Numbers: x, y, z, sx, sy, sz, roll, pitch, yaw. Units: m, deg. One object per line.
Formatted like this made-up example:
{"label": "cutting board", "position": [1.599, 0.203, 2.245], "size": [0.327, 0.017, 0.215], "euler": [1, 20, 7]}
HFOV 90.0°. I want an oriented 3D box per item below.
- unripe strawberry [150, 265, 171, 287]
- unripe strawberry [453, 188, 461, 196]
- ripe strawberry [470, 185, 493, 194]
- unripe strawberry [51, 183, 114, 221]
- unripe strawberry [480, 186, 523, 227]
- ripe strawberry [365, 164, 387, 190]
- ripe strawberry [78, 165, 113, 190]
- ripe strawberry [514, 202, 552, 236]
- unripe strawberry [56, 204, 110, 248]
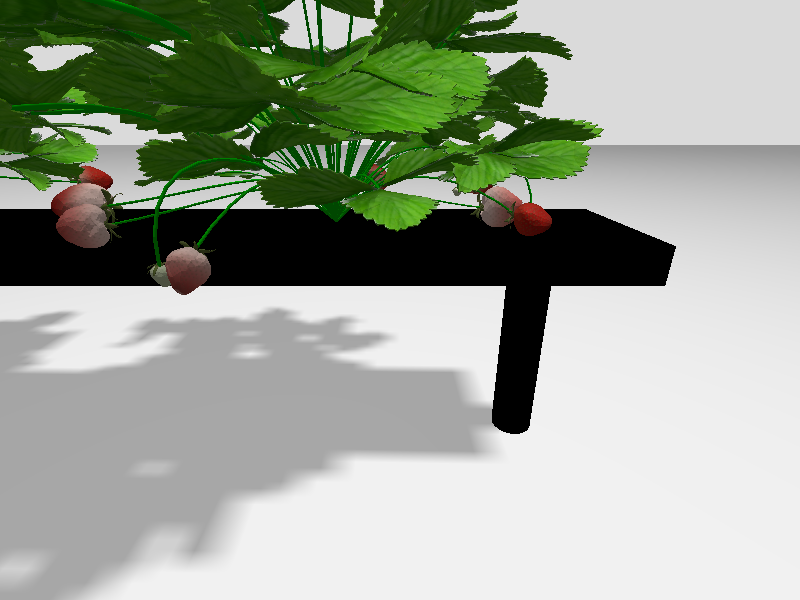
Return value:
{"label": "unripe strawberry", "position": [-0.116, -0.012, 0.197], "size": [0.011, 0.011, 0.010], "euler": [8, 24, 19]}
{"label": "unripe strawberry", "position": [0.066, -0.124, 0.461], "size": [0.009, 0.010, 0.010], "euler": [21, 30, 40]}
{"label": "ripe strawberry", "position": [0.098, -0.149, 0.491], "size": [0.042, 0.036, 0.042], "euler": [20, 28, 40]}
{"label": "unripe strawberry", "position": [-0.253, -0.075, 0.319], "size": [0.040, 0.034, 0.039], "euler": [-3, 23, -7]}
{"label": "unripe strawberry", "position": [0.084, -0.077, 0.332], "size": [0.034, 0.033, 0.031], "euler": [3, 23, 5]}
{"label": "ripe strawberry", "position": [-0.032, -0.153, 0.506], "size": [0.039, 0.035, 0.035], "euler": [3, 22, 7]}
{"label": "ripe strawberry", "position": [-0.381, -0.149, 0.501], "size": [0.034, 0.036, 0.037], "euler": [16, 27, 33]}
{"label": "ripe strawberry", "position": [0.097, -0.059, 0.295], "size": [0.028, 0.024, 0.028], "euler": [17, 26, 14]}
{"label": "unripe strawberry", "position": [-0.209, -0.048, 0.264], "size": [0.027, 0.029, 0.025], "euler": [-13, 26, -27]}
